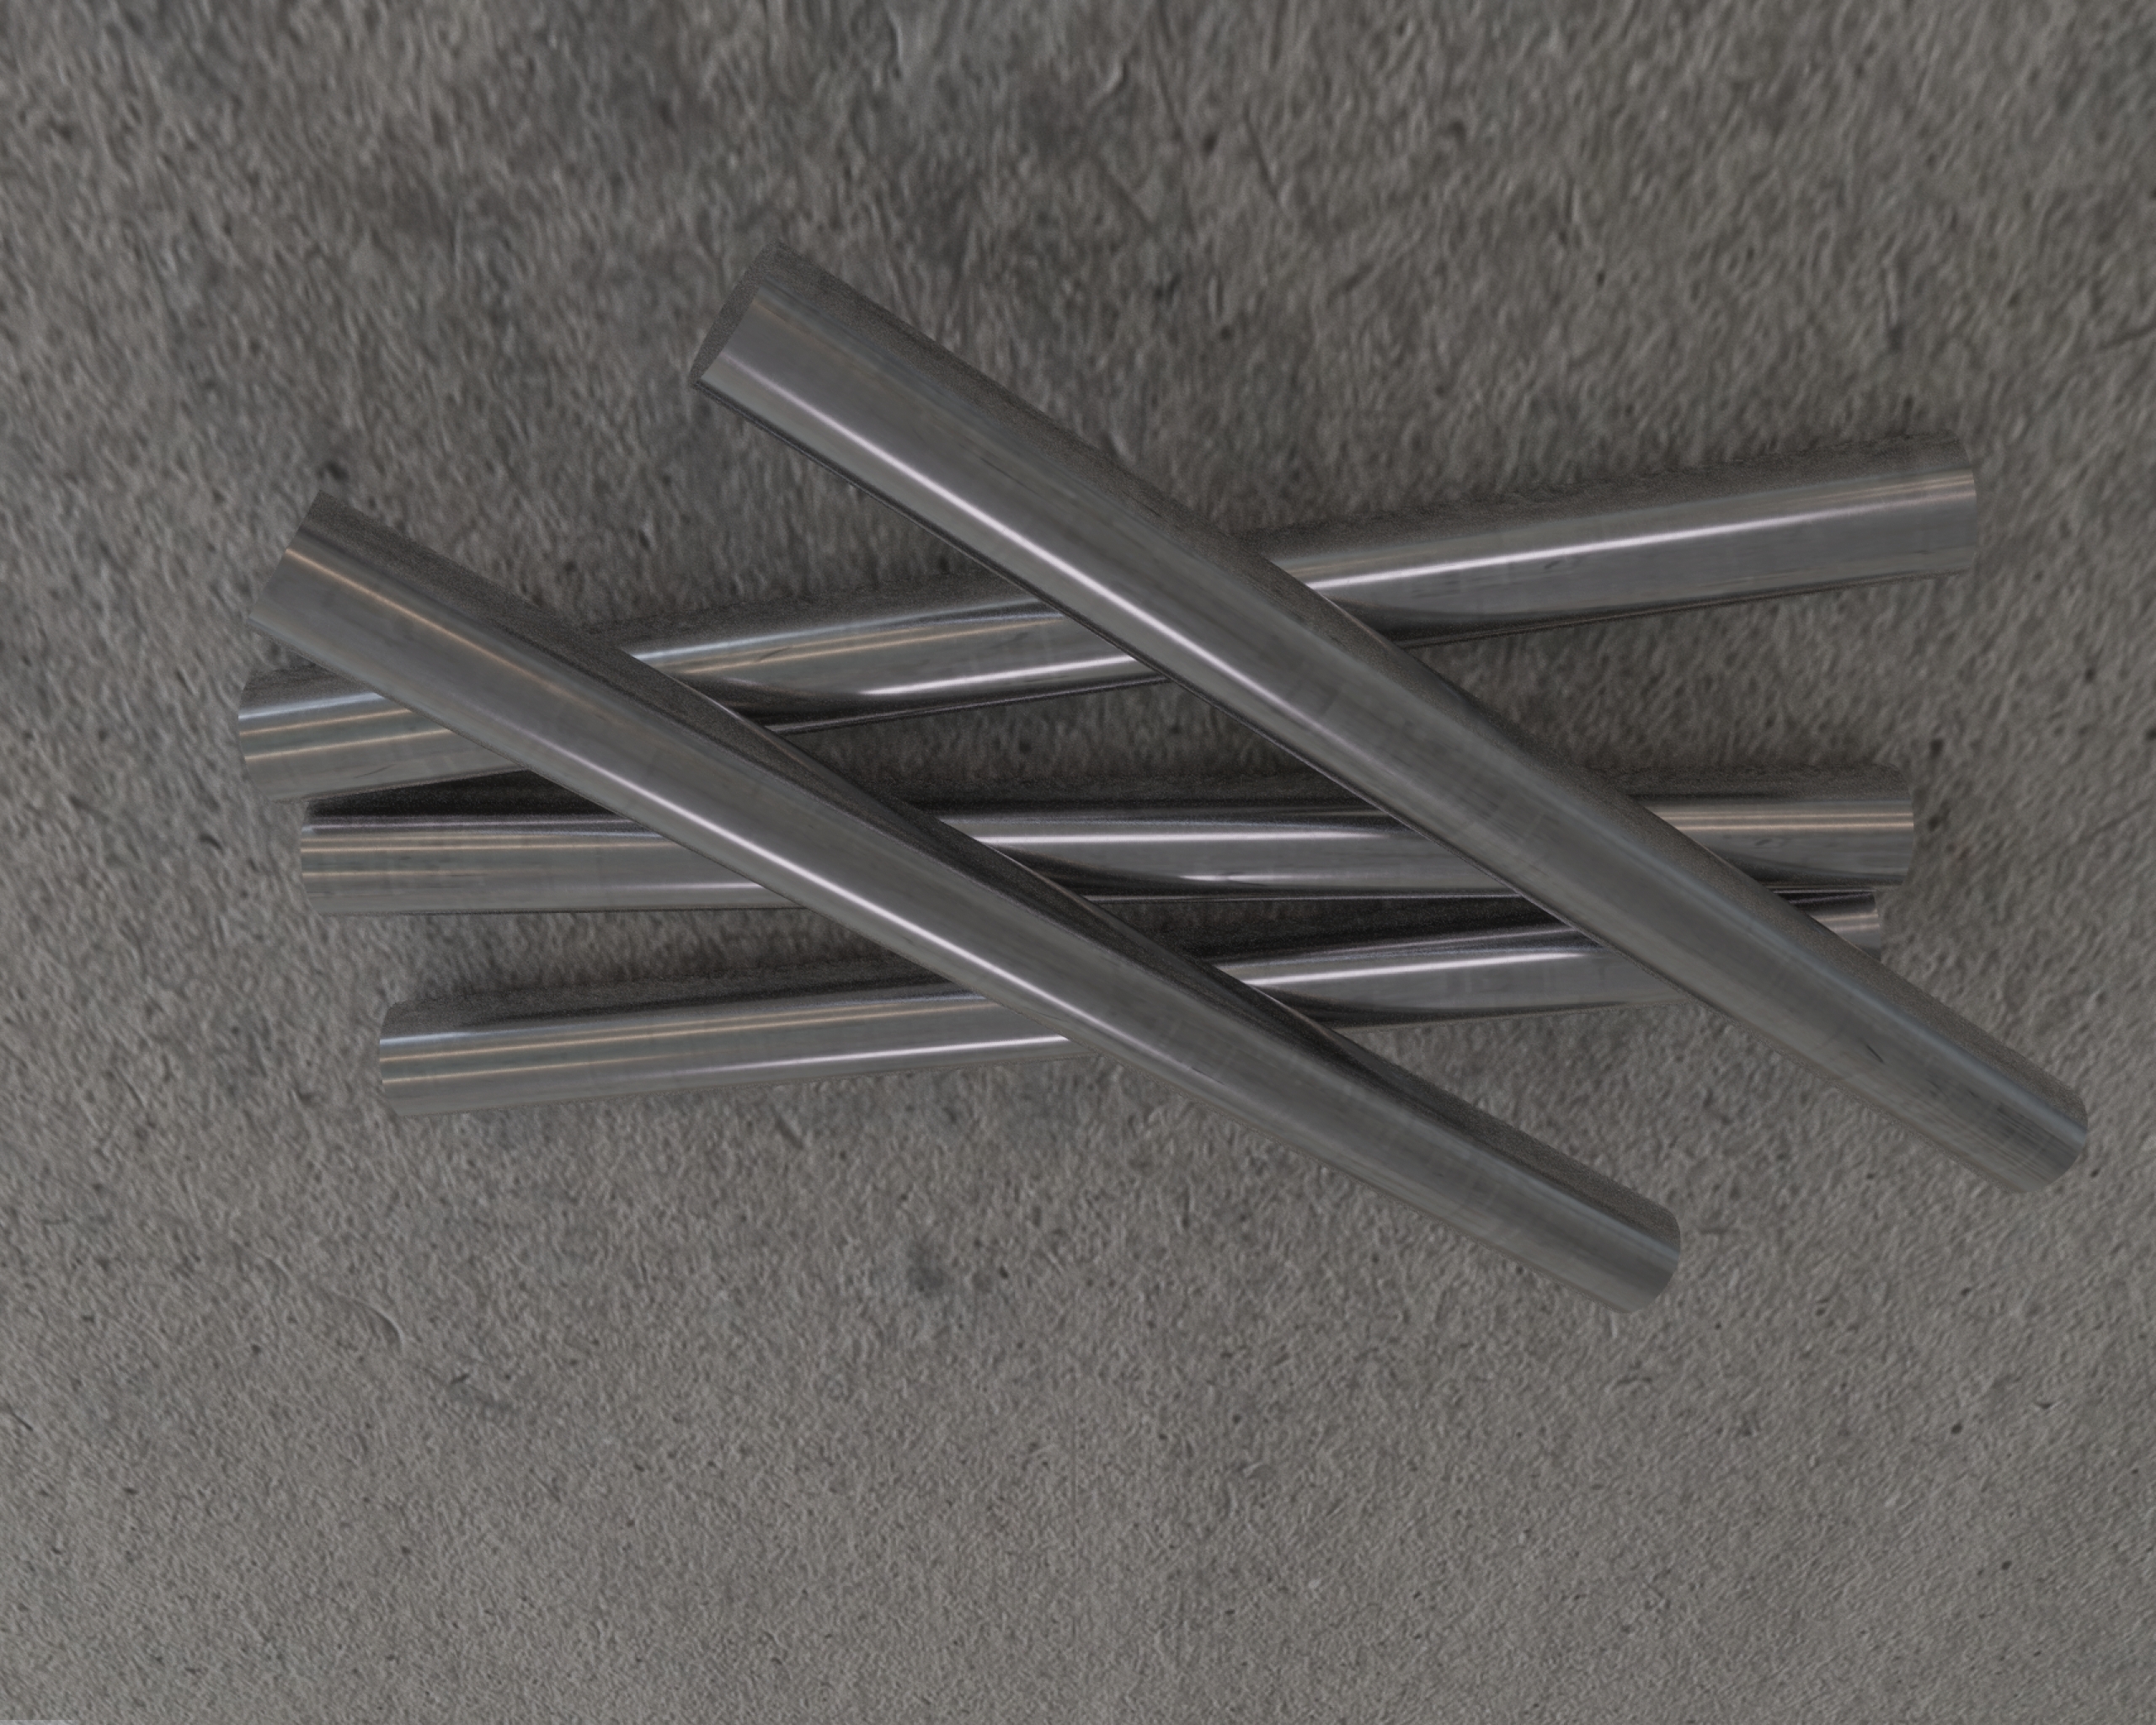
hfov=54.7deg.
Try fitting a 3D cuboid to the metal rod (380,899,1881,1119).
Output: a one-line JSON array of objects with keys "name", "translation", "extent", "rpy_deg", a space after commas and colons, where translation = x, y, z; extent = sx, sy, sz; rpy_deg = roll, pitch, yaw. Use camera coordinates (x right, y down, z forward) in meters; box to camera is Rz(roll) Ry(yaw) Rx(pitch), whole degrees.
[{"name": "metal rod", "translation": [0.008, 0.027, 0.430], "extent": [0.302, 0.025, 0.025], "rpy_deg": [-5, 130, 4]}]

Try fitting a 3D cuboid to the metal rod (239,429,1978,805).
[{"name": "metal rod", "translation": [0.000, -0.042, 0.370], "extent": [0.302, 0.025, 0.025], "rpy_deg": [-7, 130, 6]}]

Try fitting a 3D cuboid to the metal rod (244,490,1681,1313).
[{"name": "metal rod", "translation": [-0.003, 0.018, 0.387], "extent": [0.301, 0.025, 0.025], "rpy_deg": [28, 125, -22]}]

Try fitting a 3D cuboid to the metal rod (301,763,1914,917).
[{"name": "metal rod", "translation": [0.005, -0.004, 0.403], "extent": [0.302, 0.025, 0.025], "rpy_deg": [-1, 130, 0]}]

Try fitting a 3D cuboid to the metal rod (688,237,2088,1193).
[{"name": "metal rod", "translation": [0.071, -0.013, 0.362], "extent": [0.301, 0.025, 0.025], "rpy_deg": [29, 124, -23]}]
